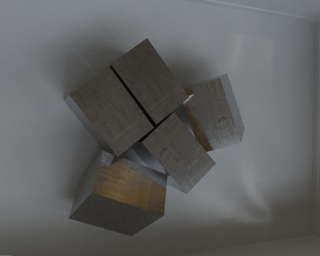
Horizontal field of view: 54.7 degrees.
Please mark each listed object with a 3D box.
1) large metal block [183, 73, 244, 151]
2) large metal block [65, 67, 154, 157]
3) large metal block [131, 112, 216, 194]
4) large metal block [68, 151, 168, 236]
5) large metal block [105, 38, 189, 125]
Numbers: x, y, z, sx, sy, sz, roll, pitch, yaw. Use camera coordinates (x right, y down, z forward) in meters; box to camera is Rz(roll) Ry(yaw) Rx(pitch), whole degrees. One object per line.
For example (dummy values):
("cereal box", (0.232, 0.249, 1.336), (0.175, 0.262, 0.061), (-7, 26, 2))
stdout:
("large metal block", (0.071, -0.022, 0.400), (0.050, 0.080, 0.080), (-17, 98, 21))
("large metal block", (-0.062, -0.017, 0.358), (0.050, 0.080, 0.080), (-39, 103, -16))
("large metal block", (0.009, 0.028, 0.384), (0.050, 0.080, 0.080), (-44, 104, -15))
("large metal block", (-0.048, 0.079, 0.356), (0.080, 0.080, 0.050), (23, 48, -19))
("large metal block", (-0.023, -0.051, 0.372), (0.050, 0.080, 0.080), (-41, 103, -16))
